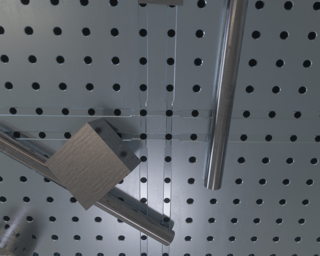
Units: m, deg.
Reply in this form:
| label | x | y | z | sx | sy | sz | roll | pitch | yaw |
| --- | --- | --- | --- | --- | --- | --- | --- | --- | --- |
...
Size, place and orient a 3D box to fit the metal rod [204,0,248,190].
| label | x | y | z | sx | sy | sz | roll | pitch | yaw |
| --- | --- | --- | --- | --- | --- | --- | --- | --- | --- |
| metal rod | 0.084 | -0.057 | 0.393 | 0.025 | 0.025 | 0.298 | 3 | 110 | -1 |

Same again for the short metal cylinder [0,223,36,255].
| label | x | y | z | sx | sy | sz | roll | pitch | yaw |
| --- | --- | --- | --- | --- | --- | --- | --- | --- | --- |
| short metal cylinder | -0.238 | 0.193 | 0.469 | 0.081 | 0.050 | 0.079 | 0 | 110 | 0 |

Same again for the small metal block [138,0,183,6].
| label | x | y | z | sx | sy | sz | roll | pitch | yaw |
| --- | --- | --- | --- | --- | --- | --- | --- | --- | --- |
| small metal block | 0.002 | -0.167 | 0.352 | 0.050 | 0.025 | 0.050 | 3 | 110 | -1 |

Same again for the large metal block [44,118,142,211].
| label | x | y | z | sx | sy | sz | roll | pitch | yaw |
| --- | --- | --- | --- | --- | --- | --- | --- | --- | --- |
| large metal block | -0.085 | 0.045 | 0.405 | 0.080 | 0.050 | 0.080 | -42 | 89 | 13 |

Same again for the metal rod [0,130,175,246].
| label | x | y | z | sx | sy | sz | roll | pitch | yaw |
| --- | --- | --- | --- | --- | --- | --- | --- | --- | --- |
| metal rod | -0.107 | 0.089 | 0.444 | 0.301 | 0.025 | 0.025 | 33 | 107 | -12 |
